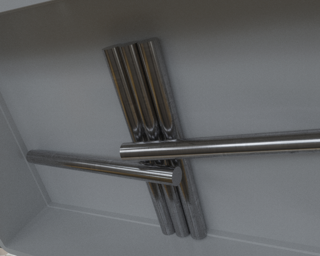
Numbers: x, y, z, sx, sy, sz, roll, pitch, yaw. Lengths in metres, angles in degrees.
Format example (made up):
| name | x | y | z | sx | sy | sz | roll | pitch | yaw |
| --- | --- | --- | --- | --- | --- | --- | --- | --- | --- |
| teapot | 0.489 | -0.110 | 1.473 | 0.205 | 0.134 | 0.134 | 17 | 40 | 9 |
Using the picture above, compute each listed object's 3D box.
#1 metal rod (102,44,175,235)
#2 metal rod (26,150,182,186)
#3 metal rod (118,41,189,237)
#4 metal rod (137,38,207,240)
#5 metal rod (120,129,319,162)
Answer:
| name | x | y | z | sx | sy | sz | roll | pitch | yaw |
| --- | --- | --- | --- | --- | --- | --- | --- | --- | --- |
| metal rod | -0.022 | 0.032 | 0.437 | 0.025 | 0.025 | 0.298 | -2 | 118 | 28 |
| metal rod | -0.104 | 0.056 | 0.473 | 0.300 | 0.025 | 0.025 | 2 | 120 | 33 |
| metal rod | 0.000 | 0.032 | 0.425 | 0.025 | 0.025 | 0.298 | -2 | 118 | 28 |
| metal rod | 0.023 | 0.031 | 0.413 | 0.025 | 0.025 | 0.298 | -2 | 118 | 28 |
| metal rod | 0.092 | 0.019 | 0.347 | 0.301 | 0.025 | 0.025 | -5 | 116 | 23 |
